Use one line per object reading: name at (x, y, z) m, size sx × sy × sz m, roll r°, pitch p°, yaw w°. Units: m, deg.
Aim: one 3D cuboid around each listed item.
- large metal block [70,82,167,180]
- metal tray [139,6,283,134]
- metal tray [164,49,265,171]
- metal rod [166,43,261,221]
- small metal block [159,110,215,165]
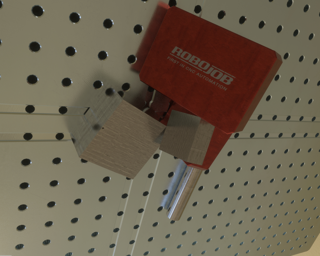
large metal block at (-0.047, 0.005, 0.374) m, size 0.080 × 0.050 × 0.080 m, roll 32°, pitch 101°, yaw -38°
metal tray at (0.048, -0.063, 0.333) m, size 0.030 × 0.130 × 0.089 m, roll -5°, pitch 125°, yaw -59°
metal tray at (0.058, -0.024, 0.387) m, size 0.030 × 0.090 × 0.129 m, roll 20°, pitch 107°, yaw -37°
metal rod at (0.073, 0.016, 0.462) m, size 0.025 × 0.025 × 0.298 m, roll 8°, pitch 115°, yaw -32°
small metal block at (0.031, 0.010, 0.356) m, size 0.025 × 0.050 × 0.050 m, roll 18°, pitch 91°, yaw -39°
